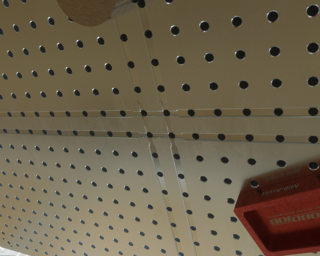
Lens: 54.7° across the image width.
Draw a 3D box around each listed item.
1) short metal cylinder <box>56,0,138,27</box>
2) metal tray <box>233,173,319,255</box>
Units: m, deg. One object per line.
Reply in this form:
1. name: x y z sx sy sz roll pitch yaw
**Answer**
1. short metal cylinder: -0.068 -0.156 0.335 0.080 0.050 0.079 13 124 21
2. metal tray: 0.171 0.111 0.386 0.130 0.030 0.090 -27 104 37
